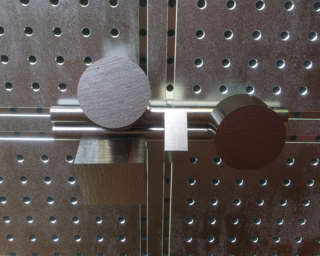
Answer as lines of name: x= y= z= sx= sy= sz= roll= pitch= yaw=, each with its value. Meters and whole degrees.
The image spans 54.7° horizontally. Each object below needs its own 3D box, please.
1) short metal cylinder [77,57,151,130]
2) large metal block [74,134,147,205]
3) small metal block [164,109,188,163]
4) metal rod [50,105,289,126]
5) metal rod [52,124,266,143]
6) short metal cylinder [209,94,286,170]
short metal cylinder: x=-0.051 y=-0.038 z=0.366 sx=0.081 sy=0.050 sz=0.080 roll=0 pitch=86 yaw=-1
large metal block: x=-0.059 y=0.055 z=0.401 sx=0.081 sy=0.050 sz=0.079 roll=-1 pitch=130 yaw=0
small metal block: x=0.018 y=0.011 z=0.370 sx=0.025 sy=0.050 sz=0.050 roll=1 pitch=68 yaw=-1
metal rod: x=0.013 y=-0.017 z=0.404 sx=0.302 sy=0.025 sz=0.025 roll=1 pitch=110 yaw=-1
metal rod: x=0.012 y=0.007 z=0.412 sx=0.302 sy=0.025 sz=0.025 roll=1 pitch=110 yaw=-1
short metal cylinder: x=0.102 y=0.004 z=0.372 sx=0.081 sy=0.050 sz=0.079 roll=0 pitch=110 yaw=0
